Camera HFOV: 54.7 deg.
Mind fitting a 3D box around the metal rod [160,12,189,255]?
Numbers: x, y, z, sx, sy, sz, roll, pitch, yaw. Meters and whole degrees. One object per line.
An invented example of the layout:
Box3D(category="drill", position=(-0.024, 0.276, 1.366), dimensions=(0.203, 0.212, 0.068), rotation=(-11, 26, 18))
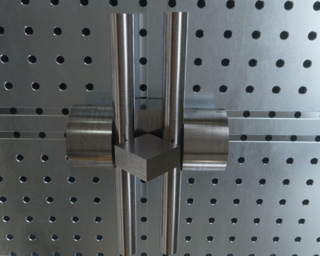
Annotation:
Box3D(category="metal rod", position=(0.014, 0.022, 0.365), dimensions=(0.025, 0.025, 0.298), rotation=(1, 110, -1))

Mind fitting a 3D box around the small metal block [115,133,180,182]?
Box3D(category="small metal block", position=(-0.014, 0.030, 0.340), dimensions=(0.050, 0.050, 0.025), rotation=(19, 117, 40))

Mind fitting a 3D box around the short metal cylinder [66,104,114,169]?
Box3D(category="short metal cylinder", position=(-0.080, 0.010, 0.383), dimensions=(0.050, 0.080, 0.079), rotation=(1, 110, -1))

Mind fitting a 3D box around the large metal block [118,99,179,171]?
Box3D(category="large metal block", position=(-0.014, 0.008, 0.399), dimensions=(0.081, 0.050, 0.079), rotation=(1, 110, -1))

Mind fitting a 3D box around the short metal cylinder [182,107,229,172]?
Box3D(category="short metal cylinder", position=(0.052, 0.014, 0.385), dimensions=(0.050, 0.080, 0.079), rotation=(1, 110, 0))

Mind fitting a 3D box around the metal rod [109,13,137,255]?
Box3D(category="metal rod", position=(-0.041, 0.024, 0.365), dimensions=(0.025, 0.025, 0.298), rotation=(1, 110, -1))
